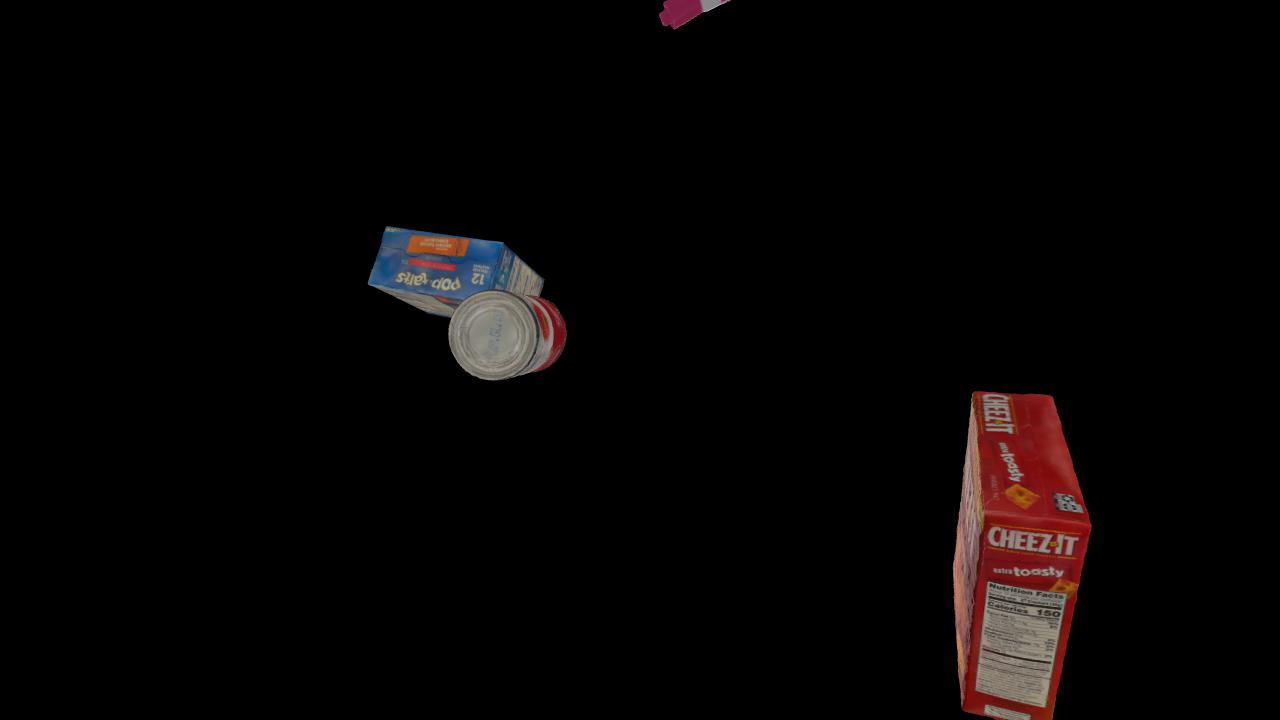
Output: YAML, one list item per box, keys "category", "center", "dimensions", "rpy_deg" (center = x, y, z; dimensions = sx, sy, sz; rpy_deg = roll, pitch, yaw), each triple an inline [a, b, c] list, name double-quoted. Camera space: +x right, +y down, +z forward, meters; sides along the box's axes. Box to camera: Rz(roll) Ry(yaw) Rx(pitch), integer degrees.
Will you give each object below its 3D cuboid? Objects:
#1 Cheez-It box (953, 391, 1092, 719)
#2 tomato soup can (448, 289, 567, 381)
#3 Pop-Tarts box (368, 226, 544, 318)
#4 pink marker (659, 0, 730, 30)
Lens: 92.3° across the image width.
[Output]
- category: "Cheez-It box"
  center: [0.308, 0.162, 0.516]
  dimensions: [0.071, 0.223, 0.166]
  rpy_deg: [2, 29, 23]
- category: "tomato soup can"
  center: [-0.101, -0.020, 0.482]
  dimensions: [0.068, 0.068, 0.101]
  rpy_deg: [0, 3, 5]
- category: "Pop-Tarts box"
  center: [-0.235, -0.104, 0.810]
  dimensions: [0.167, 0.083, 0.141]
  rpy_deg: [10, -8, 15]
- category: "pink marker"
  center: [0.070, -0.263, 0.426]
  dimensions: [0.121, 0.020, 0.020]
  rpy_deg: [-24, -2, 5]
